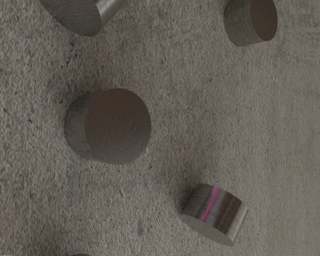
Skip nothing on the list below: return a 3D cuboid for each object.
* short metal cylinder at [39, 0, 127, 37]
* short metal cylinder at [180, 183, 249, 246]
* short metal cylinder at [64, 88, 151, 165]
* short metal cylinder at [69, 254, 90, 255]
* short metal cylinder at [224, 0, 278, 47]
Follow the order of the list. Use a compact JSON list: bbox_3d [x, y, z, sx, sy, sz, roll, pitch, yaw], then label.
[{"bbox_3d":[-0.077,-0.138,0.304,0.080,0.080,0.050,47,62,-30],"label":"short metal cylinder"},{"bbox_3d":[0.075,0.121,0.432,0.080,0.080,0.050,47,62,-30],"label":"short metal cylinder"},{"bbox_3d":[-0.057,-0.002,0.341,0.081,0.050,0.080,0,90,-40],"label":"short metal cylinder"},{"bbox_3d":[-0.086,0.170,0.297,0.080,0.080,0.050,-37,113,-34],"label":"short metal cylinder"},{"bbox_3d":[0.151,-0.180,0.515,0.081,0.050,0.080,0,90,-40],"label":"short metal cylinder"}]
